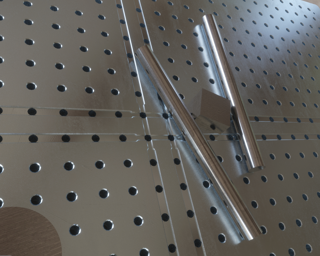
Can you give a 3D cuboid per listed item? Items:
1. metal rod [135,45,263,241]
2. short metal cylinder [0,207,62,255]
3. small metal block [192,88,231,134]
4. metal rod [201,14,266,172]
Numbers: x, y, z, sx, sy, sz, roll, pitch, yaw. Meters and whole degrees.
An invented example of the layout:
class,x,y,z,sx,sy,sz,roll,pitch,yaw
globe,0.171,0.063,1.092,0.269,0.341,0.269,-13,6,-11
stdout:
class,x,y,z,sx,sy,sz,roll,pitch,yaw
metal rod,0.046,0.010,0.426,0.025,0.025,0.299,-19,72,-35
short metal cylinder,-0.127,0.111,0.256,0.081,0.050,0.080,14,56,-21
small metal block,0.077,-0.025,0.465,0.050,0.025,0.050,21,54,-16
metal rod,0.115,-0.072,0.513,0.025,0.025,0.299,4,60,-27
